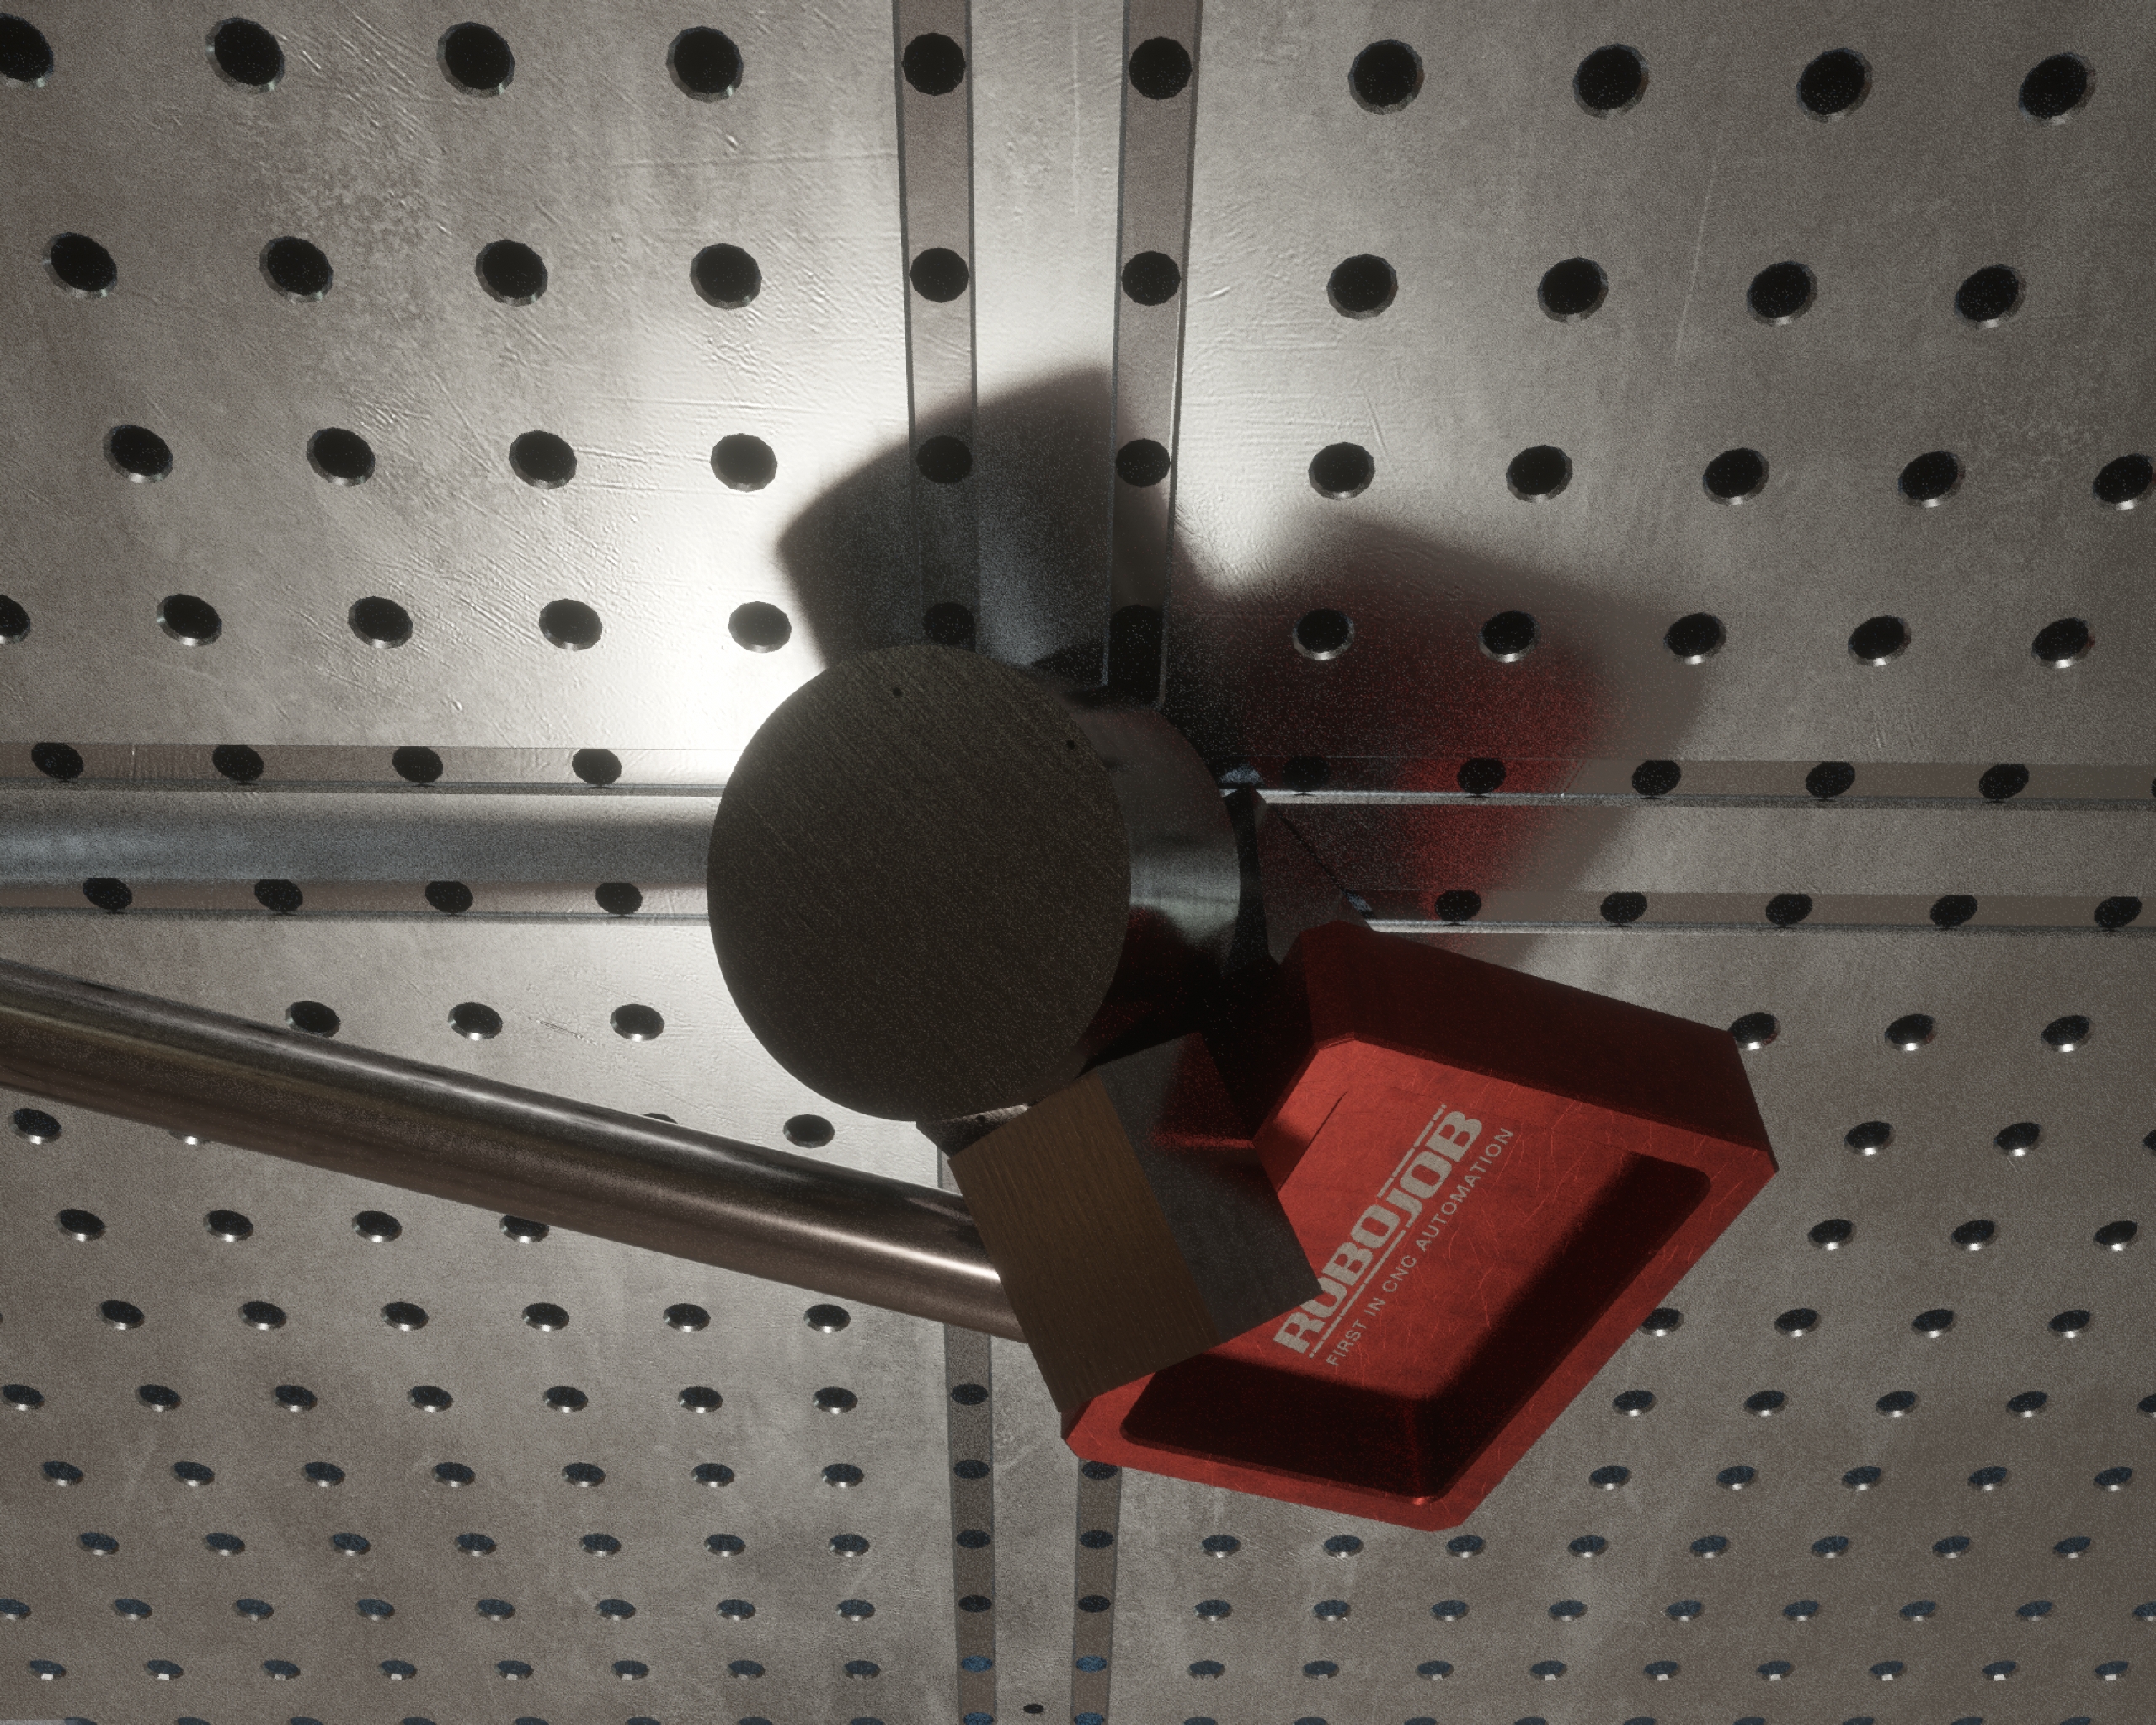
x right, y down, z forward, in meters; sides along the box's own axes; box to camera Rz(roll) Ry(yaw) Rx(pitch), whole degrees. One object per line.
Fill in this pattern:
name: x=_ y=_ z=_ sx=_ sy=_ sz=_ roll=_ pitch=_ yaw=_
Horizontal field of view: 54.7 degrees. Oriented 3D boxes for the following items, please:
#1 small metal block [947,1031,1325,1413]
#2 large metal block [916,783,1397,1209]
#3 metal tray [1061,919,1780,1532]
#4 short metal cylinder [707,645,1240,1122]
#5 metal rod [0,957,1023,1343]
small metal block: x=0.009 y=0.064 z=0.371 sx=0.025 sy=0.050 sz=0.050 roll=-15 pitch=164 yaw=-41
large metal block: x=0.025 y=0.042 z=0.430 sx=0.080 sy=0.050 sz=0.080 roll=-28 pitch=125 yaw=21
metal tray: x=0.060 y=0.076 z=0.404 sx=0.091 sy=0.030 sz=0.129 roll=16 pitch=128 yaw=-14
short metal cylinder: x=-0.018 y=0.004 z=0.371 sx=0.080 sy=0.080 sz=0.050 roll=-28 pitch=168 yaw=21
metal rod: x=-0.142 y=0.049 z=0.413 sx=0.302 sy=0.025 sz=0.025 roll=13 pitch=130 yaw=3
